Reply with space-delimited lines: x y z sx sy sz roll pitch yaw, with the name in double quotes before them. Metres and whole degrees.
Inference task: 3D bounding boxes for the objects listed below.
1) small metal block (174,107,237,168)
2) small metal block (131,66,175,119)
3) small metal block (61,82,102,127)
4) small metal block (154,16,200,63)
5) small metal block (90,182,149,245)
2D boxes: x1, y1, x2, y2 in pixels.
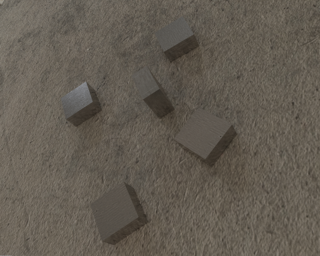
"small metal block" 0.054 0.010 0.369 0.050 0.025 0.050 32 80 38
"small metal block" -0.009 -0.048 0.422 0.025 0.050 0.050 -32 52 8
"small metal block" -0.126 -0.038 0.493 0.050 0.025 0.050 -32 52 7
"small metal block" 0.025 -0.136 0.474 0.050 0.025 0.050 -28 52 10
"small metal block" -0.049 0.101 0.368 0.050 0.025 0.050 -35 51 5
